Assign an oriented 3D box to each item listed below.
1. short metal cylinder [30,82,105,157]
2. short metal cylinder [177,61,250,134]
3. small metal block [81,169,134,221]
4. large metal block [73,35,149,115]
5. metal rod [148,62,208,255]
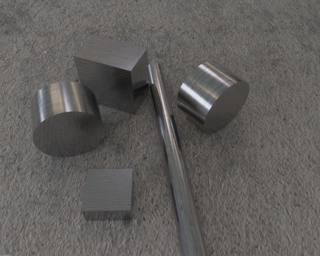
[{"bbox_3d":[-0.112,-0.009,0.374,0.081,0.080,0.050,-14,52,-12],"label":"short metal cylinder"},{"bbox_3d":[0.069,-0.039,0.401,0.081,0.080,0.050,-32,57,-24],"label":"short metal cylinder"},{"bbox_3d":[-0.056,0.073,0.341,0.050,0.025,0.050,0,50,-1],"label":"small metal block"},{"bbox_3d":[-0.063,-0.072,0.428,0.080,0.080,0.050,17,52,14],"label":"large metal block"},{"bbox_3d":[0.014,0.022,0.384,0.025,0.025,0.300,-6,50,-6],"label":"metal rod"}]
